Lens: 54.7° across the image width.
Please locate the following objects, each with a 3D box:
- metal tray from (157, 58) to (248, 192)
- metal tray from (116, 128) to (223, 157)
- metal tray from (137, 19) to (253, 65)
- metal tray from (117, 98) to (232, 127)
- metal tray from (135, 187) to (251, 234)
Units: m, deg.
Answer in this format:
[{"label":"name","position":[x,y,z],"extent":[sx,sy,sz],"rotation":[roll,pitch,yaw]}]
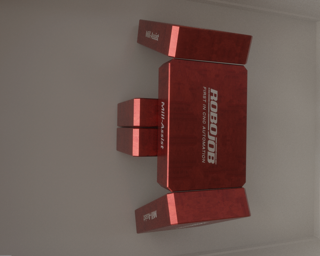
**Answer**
[{"label":"metal tray","position":[0.045,-0.002,0.327],"extent":[0.091,0.030,0.129],"rotation":[1,90,-21]},{"label":"metal tray","position":[0.020,0.015,0.382],"extent":[0.131,0.090,0.030],"rotation":[1,90,-20]},{"label":"metal tray","position":[0.033,-0.104,0.364],"extent":[0.091,0.130,0.030],"rotation":[1,110,-20]},{"label":"metal tray","position":[0.021,-0.016,0.382],"extent":[0.131,0.090,0.030],"rotation":[1,90,-20]},{"label":"metal tray","position":[0.031,0.099,0.363],"extent":[0.091,0.129,0.030],"rotation":[1,68,-21]}]
